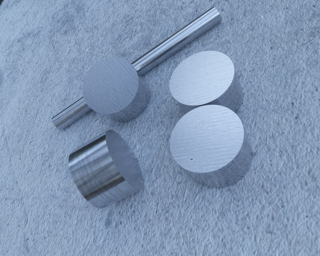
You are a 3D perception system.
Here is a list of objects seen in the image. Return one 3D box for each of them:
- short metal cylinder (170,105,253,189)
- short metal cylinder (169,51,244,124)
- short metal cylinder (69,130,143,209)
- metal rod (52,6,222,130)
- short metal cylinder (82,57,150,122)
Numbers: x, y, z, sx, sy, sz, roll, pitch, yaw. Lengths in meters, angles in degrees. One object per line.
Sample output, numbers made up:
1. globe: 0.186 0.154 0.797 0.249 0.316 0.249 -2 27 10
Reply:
1. short metal cylinder: 0.058 0.021 0.345 0.080 0.050 0.080 -13 56 21
2. short metal cylinder: 0.059 -0.049 0.387 0.080 0.050 0.080 -13 56 21
3. short metal cylinder: -0.063 0.049 0.372 0.050 0.080 0.080 -29 52 10
4. metal rod: -0.039 -0.089 0.478 0.300 0.025 0.025 -33 52 6
5. short metal cylinder: -0.060 -0.052 0.436 0.080 0.050 0.080 -3 77 14
